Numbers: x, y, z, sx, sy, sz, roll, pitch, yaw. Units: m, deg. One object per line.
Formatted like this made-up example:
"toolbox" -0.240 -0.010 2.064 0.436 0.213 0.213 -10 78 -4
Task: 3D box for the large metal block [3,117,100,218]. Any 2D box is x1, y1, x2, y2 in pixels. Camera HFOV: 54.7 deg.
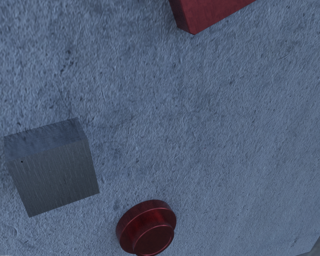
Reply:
"large metal block" -0.121 0.043 0.352 0.081 0.050 0.079 -17 125 -19

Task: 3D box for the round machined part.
"round machined part" -0.016 0.165 0.491 0.099 0.042 0.097 -14 125 -21

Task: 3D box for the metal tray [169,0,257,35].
"metal tray" 0.068 -0.172 0.336 0.131 0.030 0.090 -31 129 -8
